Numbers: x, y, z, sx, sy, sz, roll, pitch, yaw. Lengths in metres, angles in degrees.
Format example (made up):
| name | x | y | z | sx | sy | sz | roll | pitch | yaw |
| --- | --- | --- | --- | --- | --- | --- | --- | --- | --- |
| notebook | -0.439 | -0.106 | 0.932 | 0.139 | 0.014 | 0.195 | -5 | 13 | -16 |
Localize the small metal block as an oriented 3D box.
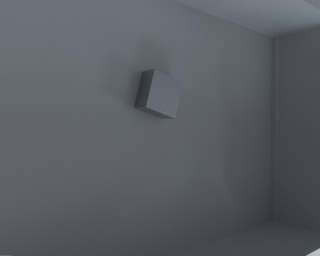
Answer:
| name | x | y | z | sx | sy | sz | roll | pitch | yaw |
| --- | --- | --- | --- | --- | --- | --- | --- | --- | --- |
| small metal block | -0.001 | -0.043 | 0.404 | 0.050 | 0.025 | 0.050 | 20 | 78 | -38 |
